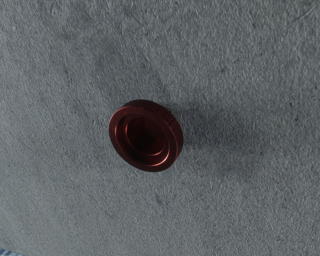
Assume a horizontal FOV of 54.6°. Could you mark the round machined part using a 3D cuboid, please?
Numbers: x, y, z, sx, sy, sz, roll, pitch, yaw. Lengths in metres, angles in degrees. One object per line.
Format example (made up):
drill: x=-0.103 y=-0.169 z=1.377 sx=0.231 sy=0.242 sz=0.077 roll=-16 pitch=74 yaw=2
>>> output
round machined part: x=-0.015 y=0.006 z=0.408 sx=0.098 sy=0.042 sz=0.097 roll=13 pitch=124 yaw=21
